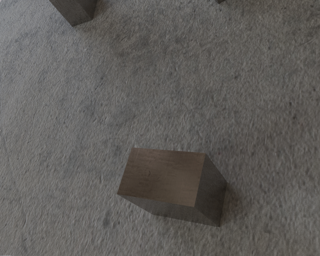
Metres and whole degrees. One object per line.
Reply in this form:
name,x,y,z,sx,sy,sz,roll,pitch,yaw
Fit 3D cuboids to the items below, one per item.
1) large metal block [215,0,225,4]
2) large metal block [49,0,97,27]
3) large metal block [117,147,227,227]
large metal block,0.102,-0.257,0.491,0.080,0.050,0.080,-32,52,7
large metal block,-0.172,-0.266,0.620,0.050,0.080,0.080,-9,58,23
large metal block,0.017,0.062,0.321,0.080,0.080,0.050,2,63,29
